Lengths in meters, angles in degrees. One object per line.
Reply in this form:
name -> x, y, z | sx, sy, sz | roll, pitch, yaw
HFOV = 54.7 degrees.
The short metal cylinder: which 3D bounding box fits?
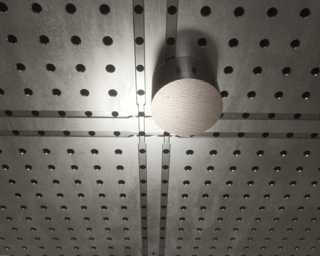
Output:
short metal cylinder -> 0.030, -0.037, 0.364 | 0.081, 0.050, 0.079 | -1, 130, 0
